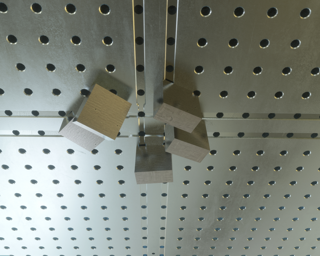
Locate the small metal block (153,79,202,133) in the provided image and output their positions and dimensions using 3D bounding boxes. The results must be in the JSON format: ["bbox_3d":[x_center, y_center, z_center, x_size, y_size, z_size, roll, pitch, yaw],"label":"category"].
[{"bbox_3d":[0.020,-0.027,0.373,0.050,0.050,0.025,21,127,-18],"label":"small metal block"}]

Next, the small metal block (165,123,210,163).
[{"bbox_3d":[0.035,0.013,0.407,0.050,0.050,0.025,20,127,-16],"label":"small metal block"}]

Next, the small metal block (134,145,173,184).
[{"bbox_3d":[-0.008,0.051,0.439,0.050,0.050,0.025,-4,130,3],"label":"small metal block"}]

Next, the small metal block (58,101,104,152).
[{"bbox_3d":[-0.096,-0.002,0.409,0.050,0.025,0.050,36,121,-27],"label":"small metal block"}]

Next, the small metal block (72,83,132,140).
[{"bbox_3d":[-0.070,-0.018,0.376,0.050,0.050,0.025,29,164,-23],"label":"small metal block"}]
